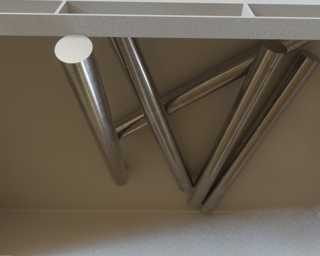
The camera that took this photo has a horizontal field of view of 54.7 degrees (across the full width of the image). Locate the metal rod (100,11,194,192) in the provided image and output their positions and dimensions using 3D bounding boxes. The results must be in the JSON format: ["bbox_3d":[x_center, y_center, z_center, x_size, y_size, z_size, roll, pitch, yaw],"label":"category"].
[{"bbox_3d":[0.001,-0.001,0.374,0.025,0.025,0.299,-12,139,10],"label":"metal rod"}]

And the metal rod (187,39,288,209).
[{"bbox_3d":[0.084,0.021,0.409,0.025,0.025,0.298,8,136,-7],"label":"metal rod"}]

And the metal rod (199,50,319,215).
[{"bbox_3d":[0.122,0.029,0.434,0.025,0.025,0.298,13,129,-11],"label":"metal rod"}]

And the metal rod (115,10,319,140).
[{"bbox_3d":[0.065,-0.057,0.360,0.300,0.025,0.025,-27,125,21],"label":"metal rod"}]

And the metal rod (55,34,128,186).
[{"bbox_3d":[-0.059,0.012,0.342,0.025,0.025,0.299,0,154,0],"label":"metal rod"}]
